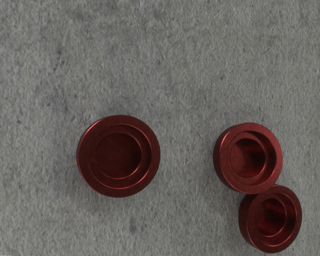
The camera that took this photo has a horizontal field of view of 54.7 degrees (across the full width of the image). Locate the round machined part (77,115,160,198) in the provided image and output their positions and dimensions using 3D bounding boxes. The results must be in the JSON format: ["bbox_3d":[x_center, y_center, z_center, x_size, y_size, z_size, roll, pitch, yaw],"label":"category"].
[{"bbox_3d":[-0.053,0.033,0.381,0.099,0.042,0.097,0,90,-21],"label":"round machined part"}]

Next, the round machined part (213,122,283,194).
[{"bbox_3d":[0.120,0.043,0.441,0.099,0.042,0.097,2,83,-16],"label":"round machined part"}]

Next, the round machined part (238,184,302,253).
[{"bbox_3d":[0.157,0.130,0.460,0.099,0.042,0.097,0,90,-21],"label":"round machined part"}]
